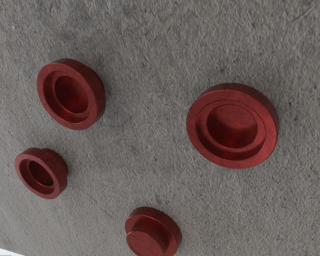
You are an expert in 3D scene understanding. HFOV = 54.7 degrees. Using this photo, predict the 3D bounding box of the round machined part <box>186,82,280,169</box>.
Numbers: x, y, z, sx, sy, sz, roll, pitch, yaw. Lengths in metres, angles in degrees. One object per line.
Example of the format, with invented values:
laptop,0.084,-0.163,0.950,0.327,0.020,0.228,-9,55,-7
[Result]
round machined part,0.083,-0.006,0.349,0.098,0.042,0.097,13,124,21

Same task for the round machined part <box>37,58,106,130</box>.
round machined part,-0.116,-0.049,0.427,0.098,0.042,0.097,13,124,21

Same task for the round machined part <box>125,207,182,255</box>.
round machined part,-0.017,0.184,0.518,0.098,0.042,0.097,13,124,21

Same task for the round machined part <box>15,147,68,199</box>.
round machined part,-0.204,0.075,0.550,0.098,0.042,0.097,13,124,21
